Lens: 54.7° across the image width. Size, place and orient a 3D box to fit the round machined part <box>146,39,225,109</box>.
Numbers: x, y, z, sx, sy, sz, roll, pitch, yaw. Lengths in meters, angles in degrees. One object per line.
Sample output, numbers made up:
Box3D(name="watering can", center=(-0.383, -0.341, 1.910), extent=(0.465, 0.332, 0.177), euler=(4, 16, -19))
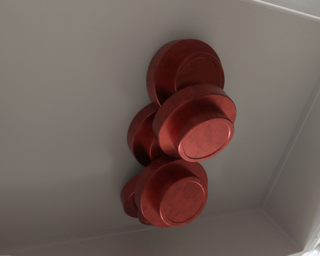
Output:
Box3D(name="round machined part", center=(0.037, -0.056, 0.367), extent=(0.099, 0.042, 0.097), euler=(-7, 106, -27))

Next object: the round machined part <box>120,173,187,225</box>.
Box3D(name="round machined part", center=(-0.003, 0.101, 0.439), extent=(0.099, 0.042, 0.097), euler=(-15, 139, -13))

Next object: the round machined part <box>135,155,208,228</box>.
Box3D(name="round machined part", center=(0.021, 0.084, 0.393), extent=(0.099, 0.042, 0.097), euler=(-10, 112, -26))

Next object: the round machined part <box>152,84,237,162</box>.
Box3D(name="round machined part", center=(0.044, 0.001, 0.354), extent=(0.099, 0.042, 0.097), euler=(-15, 137, -15))

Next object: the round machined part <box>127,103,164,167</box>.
Box3D(name="round machined part", center=(0.010, 0.015, 0.410), extent=(0.099, 0.042, 0.097), euler=(-14, 123, -21))
